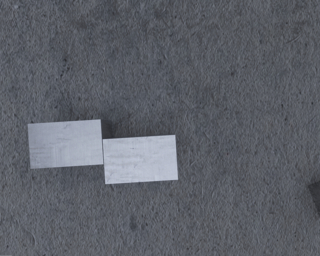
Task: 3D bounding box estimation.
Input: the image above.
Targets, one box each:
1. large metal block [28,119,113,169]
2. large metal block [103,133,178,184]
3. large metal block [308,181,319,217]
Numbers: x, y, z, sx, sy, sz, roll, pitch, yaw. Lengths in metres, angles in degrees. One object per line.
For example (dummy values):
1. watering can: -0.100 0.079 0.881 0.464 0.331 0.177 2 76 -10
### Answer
1. large metal block: -0.104 0.017 0.382 0.081 0.080 0.050 -4 90 0
2. large metal block: -0.022 0.035 0.382 0.081 0.080 0.050 -3 90 0
3. large metal block: 0.249 0.088 0.384 0.080 0.080 0.050 -21 90 0
